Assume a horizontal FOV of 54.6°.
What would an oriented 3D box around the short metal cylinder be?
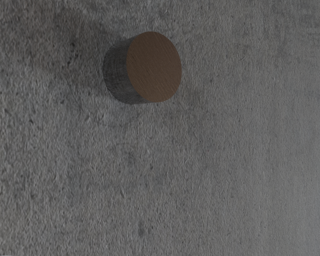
[{"bbox_3d":[-0.020,-0.069,0.370,0.081,0.050,0.080,0,90,-40],"label":"short metal cylinder"}]
